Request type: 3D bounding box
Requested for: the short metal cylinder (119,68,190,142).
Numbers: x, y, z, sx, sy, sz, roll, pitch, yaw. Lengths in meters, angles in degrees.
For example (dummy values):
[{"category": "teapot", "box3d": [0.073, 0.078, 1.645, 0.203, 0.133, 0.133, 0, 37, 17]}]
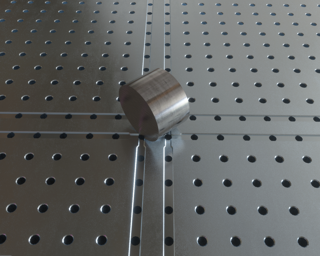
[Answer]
[{"category": "short metal cylinder", "box3d": [-0.008, -0.030, 0.396, 0.050, 0.080, 0.080, -33, 58, -25]}]
